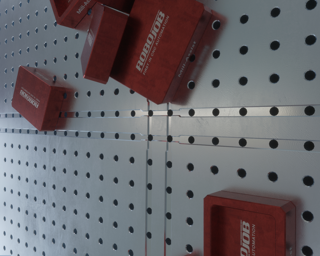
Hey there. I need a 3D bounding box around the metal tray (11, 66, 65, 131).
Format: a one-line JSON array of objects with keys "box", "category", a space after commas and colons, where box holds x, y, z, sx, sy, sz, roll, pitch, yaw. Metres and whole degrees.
[{"box": [-0.242, -0.059, 0.608, 0.130, 0.030, 0.089, 31, 109, 35], "category": "metal tray"}]

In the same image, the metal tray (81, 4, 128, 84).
[{"box": [-0.083, -0.123, 0.435, 0.089, 0.030, 0.130, -68, 23, 17], "category": "metal tray"}]

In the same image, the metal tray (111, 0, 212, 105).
[{"box": [-0.003, -0.106, 0.395, 0.090, 0.030, 0.129, 32, 110, 19], "category": "metal tray"}]

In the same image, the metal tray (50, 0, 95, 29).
[{"box": [-0.138, -0.244, 0.521, 0.130, 0.030, 0.090, -33, 70, 35], "category": "metal tray"}]

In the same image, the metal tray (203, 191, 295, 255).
[{"box": [0.092, 0.139, 0.330, 0.090, 0.030, 0.129, 0, 90, 40], "category": "metal tray"}]

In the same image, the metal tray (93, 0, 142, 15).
[{"box": [-0.049, -0.195, 0.381, 0.030, 0.131, 0.089, 41, 115, 40], "category": "metal tray"}]
